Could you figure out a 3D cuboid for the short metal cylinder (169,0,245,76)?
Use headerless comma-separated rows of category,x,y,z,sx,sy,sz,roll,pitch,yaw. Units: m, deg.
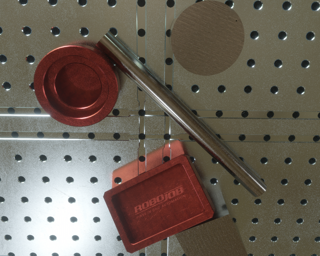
short metal cylinder,0.052,-0.105,0.362,0.081,0.050,0.079,0,110,-1

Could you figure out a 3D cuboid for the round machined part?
round machined part,-0.099,-0.054,0.383,0.099,0.042,0.097,0,110,-1

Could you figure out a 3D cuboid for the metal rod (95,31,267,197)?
metal rod,0.037,-0.009,0.410,0.300,0.025,0.025,43,104,-15

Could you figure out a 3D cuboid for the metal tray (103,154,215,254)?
metal tray,-0.002,0.103,0.428,0.130,0.030,0.090,-27,80,9

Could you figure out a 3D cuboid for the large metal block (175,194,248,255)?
large metal block,0.073,0.157,0.459,0.080,0.050,0.080,-23,109,8
